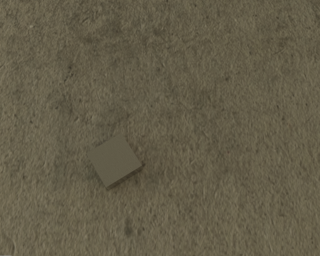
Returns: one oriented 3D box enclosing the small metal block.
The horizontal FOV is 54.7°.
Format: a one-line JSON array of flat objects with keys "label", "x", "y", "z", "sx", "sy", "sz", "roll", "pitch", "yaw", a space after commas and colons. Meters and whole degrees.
[{"label": "small metal block", "x": -0.057, "y": 0.043, "z": 0.392, "sx": 0.050, "sy": 0.025, "sz": 0.050, "roll": -31, "pitch": 73, "yaw": -11}]
